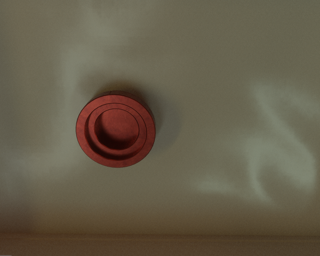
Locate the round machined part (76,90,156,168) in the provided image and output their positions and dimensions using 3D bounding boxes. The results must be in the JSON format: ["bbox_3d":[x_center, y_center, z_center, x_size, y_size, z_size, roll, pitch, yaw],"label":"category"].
[{"bbox_3d":[-0.055,-0.002,0.401,0.099,0.042,0.097,0,110,0],"label":"round machined part"}]
